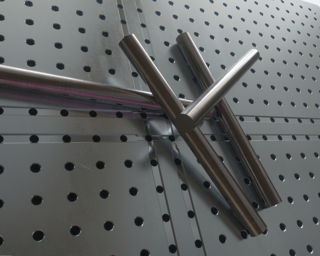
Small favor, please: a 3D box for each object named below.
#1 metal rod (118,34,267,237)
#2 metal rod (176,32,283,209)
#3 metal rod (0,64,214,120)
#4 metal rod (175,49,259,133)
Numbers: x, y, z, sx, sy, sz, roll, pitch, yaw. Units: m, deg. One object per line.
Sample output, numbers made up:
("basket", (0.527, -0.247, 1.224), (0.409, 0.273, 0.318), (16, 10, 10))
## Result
("metal rod", (0.041, 0.008, 0.401), (0.025, 0.025, 0.299), (-33, 87, -38))
("metal rod", (0.097, -0.023, 0.473), (0.025, 0.025, 0.299), (-12, 68, -33))
("metal rod", (-0.064, -0.043, 0.399), (0.302, 0.025, 0.025), (8, 58, -24))
("metal rod", (0.102, -0.071, 0.472), (0.025, 0.025, 0.302), (45, 41, 3))
